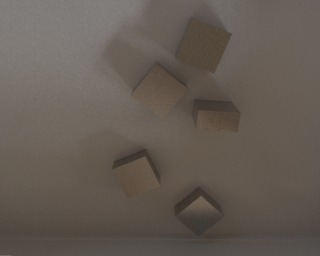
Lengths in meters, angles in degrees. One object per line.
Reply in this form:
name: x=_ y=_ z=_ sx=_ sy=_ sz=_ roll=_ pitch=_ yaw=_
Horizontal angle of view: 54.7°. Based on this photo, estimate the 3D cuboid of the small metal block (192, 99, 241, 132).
small metal block: x=0.069 y=-0.017 z=0.393 sx=0.050 sy=0.050 sz=0.025 roll=4 pitch=110 yaw=-2

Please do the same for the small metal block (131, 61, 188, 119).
small metal block: x=-0.001 y=-0.048 z=0.394 sx=0.050 sy=0.025 sz=0.050 roll=37 pitch=106 yaw=-13

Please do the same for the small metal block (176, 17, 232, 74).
small metal block: x=0.051 y=-0.100 z=0.375 sx=0.050 sy=0.025 sz=0.050 roll=20 pitch=109 yaw=-8

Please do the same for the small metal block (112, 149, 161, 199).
small metal block: x=-0.032 y=0.064 z=0.435 sx=0.050 sy=0.025 sz=0.050 roll=-22 pitch=109 yaw=7

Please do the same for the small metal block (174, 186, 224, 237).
small metal block: x=0.057 y=0.123 z=0.458 sx=0.050 sy=0.025 sz=0.050 roll=-43 pitch=105 yaw=14
